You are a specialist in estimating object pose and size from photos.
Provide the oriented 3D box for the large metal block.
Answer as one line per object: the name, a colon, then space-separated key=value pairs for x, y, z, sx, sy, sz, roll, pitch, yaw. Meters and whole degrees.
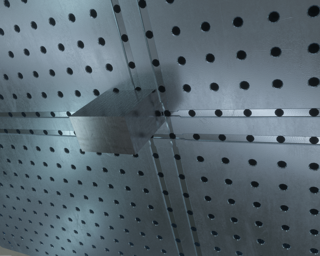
large metal block: x=-0.052 y=-0.010 z=0.397 sx=0.080 sy=0.080 sz=0.050 roll=1 pitch=119 yaw=28
